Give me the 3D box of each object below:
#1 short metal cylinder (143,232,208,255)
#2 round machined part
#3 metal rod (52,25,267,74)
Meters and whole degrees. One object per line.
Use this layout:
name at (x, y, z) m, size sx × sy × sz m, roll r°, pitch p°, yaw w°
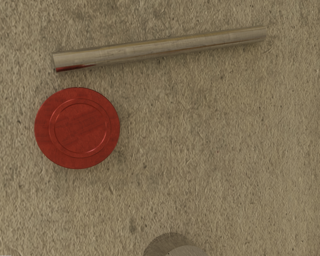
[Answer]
short metal cylinder at (0.021, 0.185, 0.405) m, size 0.081 × 0.050 × 0.079 m, roll 0°, pitch 90°, yaw -21°
round machined part at (-0.095, 0.000, 0.365) m, size 0.099 × 0.042 × 0.097 m, roll 0°, pitch 90°, yaw -21°
metal rod at (0.014, -0.109, 0.414) m, size 0.302 × 0.025 × 0.025 m, roll -13°, pitch 95°, yaw -20°
